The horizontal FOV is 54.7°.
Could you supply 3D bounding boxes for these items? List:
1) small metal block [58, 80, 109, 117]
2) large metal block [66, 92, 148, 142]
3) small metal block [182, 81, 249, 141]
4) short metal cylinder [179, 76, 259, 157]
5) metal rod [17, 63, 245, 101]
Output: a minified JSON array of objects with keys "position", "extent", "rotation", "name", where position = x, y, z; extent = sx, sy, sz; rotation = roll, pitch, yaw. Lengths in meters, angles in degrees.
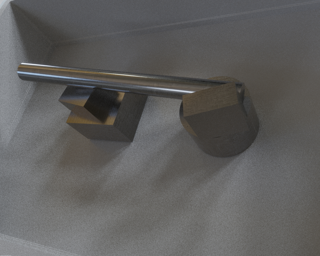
[{"position":[-0.101,-0.047,0.419],"extent":[0.050,0.025,0.050],"rotation":[14,68,33],"name":"small metal block"},{"position":[-0.073,-0.029,0.440],"extent":[0.080,0.050,0.080],"rotation":[3,63,29],"name":"large metal block"},{"position":[0.055,-0.014,0.301],"extent":[0.050,0.050,0.025],"rotation":[-14,56,20],"name":"small metal block"},{"position":[0.069,-0.013,0.358],"extent":[0.080,0.050,0.080],"rotation":[-13,56,20],"name":"short metal cylinder"},{"position":[-0.053,-0.056,0.374],"extent":[0.301,0.025,0.025],"rotation":[9,66,23],"name":"metal rod"}]
